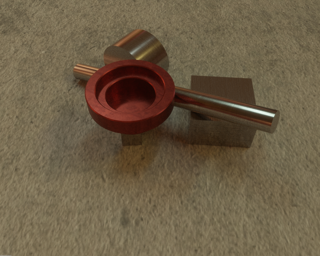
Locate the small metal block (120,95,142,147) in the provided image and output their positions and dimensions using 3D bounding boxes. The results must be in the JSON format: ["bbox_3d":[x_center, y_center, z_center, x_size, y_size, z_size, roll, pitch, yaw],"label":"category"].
[{"bbox_3d":[-0.037,-0.011,0.398,0.025,0.050,0.050,-2,50,-2],"label":"small metal block"}]

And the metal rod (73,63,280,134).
[{"bbox_3d":[-0.003,-0.046,0.395,0.300,0.025,0.025,19,51,32],"label":"metal rod"}]

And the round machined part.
[{"bbox_3d":[-0.033,-0.031,0.355,0.099,0.042,0.098,0,51,0],"label":"round machined part"}]

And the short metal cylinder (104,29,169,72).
[{"bbox_3d":[-0.034,-0.094,0.448,0.080,0.080,0.050,30,56,22],"label":"short metal cylinder"}]

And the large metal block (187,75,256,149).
[{"bbox_3d":[0.079,-0.022,0.408,0.080,0.050,0.080,4,50,2],"label":"large metal block"}]
